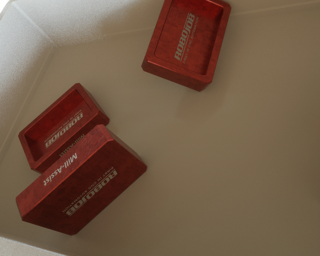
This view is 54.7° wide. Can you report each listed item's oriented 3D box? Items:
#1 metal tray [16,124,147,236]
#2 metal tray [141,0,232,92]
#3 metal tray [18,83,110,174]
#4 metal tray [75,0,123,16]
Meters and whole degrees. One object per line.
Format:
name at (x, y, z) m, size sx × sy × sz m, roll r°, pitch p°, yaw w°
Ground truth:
metal tray at (-0.089, 0.066, 0.370) m, size 0.130 × 0.090 × 0.030 m, roll -42°, pitch 51°, yaw -1°
metal tray at (0.037, -0.124, 0.419) m, size 0.091 × 0.030 × 0.130 m, roll 20°, pitch 72°, yaw -8°
metal tray at (-0.152, 0.000, 0.482) m, size 0.130 × 0.030 × 0.090 m, roll -41°, pitch 51°, yaw -1°
metal tray at (-0.108, -0.293, 0.642) m, size 0.090 × 0.030 × 0.130 m, roll 10°, pitch 67°, yaw 32°
